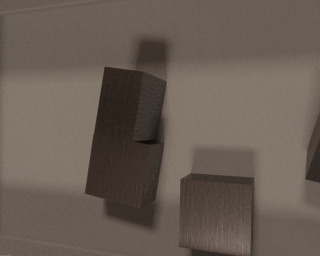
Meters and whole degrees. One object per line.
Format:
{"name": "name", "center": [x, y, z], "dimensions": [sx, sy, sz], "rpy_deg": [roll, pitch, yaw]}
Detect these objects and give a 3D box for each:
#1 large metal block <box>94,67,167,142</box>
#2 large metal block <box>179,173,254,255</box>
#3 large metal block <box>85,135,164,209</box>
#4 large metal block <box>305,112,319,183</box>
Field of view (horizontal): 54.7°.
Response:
{"name": "large metal block", "center": [-0.034, -0.028, 0.392], "dimensions": [0.050, 0.080, 0.079], "rpy_deg": [11, 94, 19]}
{"name": "large metal block", "center": [0.069, 0.100, 0.372], "dimensions": [0.080, 0.050, 0.079], "rpy_deg": [1, 90, 19]}
{"name": "large metal block", "center": [-0.046, 0.053, 0.412], "dimensions": [0.080, 0.050, 0.079], "rpy_deg": [10, 93, 19]}
{"name": "large metal block", "center": [0.198, 0.017, 0.308], "dimensions": [0.080, 0.050, 0.079], "rpy_deg": [12, 130, 19]}
